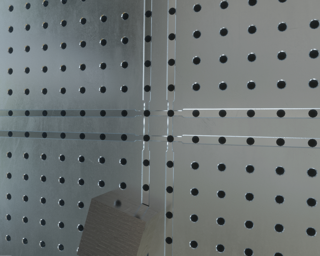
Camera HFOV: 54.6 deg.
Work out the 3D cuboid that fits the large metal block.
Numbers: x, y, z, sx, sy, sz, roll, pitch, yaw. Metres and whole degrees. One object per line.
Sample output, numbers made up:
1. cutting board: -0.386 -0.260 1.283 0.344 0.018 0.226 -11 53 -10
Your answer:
1. large metal block: -0.055 0.142 0.419 0.080 0.050 0.080 18 96 19
